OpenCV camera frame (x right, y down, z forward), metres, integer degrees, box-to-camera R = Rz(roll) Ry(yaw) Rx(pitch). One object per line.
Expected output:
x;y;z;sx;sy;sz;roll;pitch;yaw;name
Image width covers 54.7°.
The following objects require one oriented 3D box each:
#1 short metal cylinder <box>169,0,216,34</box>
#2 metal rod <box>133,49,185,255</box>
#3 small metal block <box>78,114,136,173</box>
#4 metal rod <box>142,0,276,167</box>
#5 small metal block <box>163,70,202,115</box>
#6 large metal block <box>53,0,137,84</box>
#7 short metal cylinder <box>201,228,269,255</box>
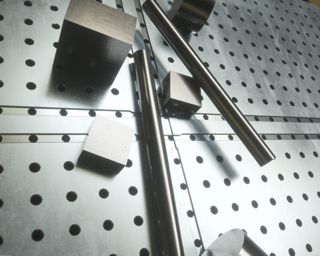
0.054;-0.210;0.530;0.050;0.080;0.080;20;54;-16;short metal cylinder
-0.005;0.023;0.390;0.025;0.025;0.299;5;60;-26;metal rod
-0.061;0.018;0.364;0.050;0.025;0.050;23;53;-15;small metal block
0.065;-0.074;0.455;0.025;0.025;0.299;-26;75;-37;metal rod
0.032;-0.051;0.457;0.050;0.025;0.050;14;56;-21;small metal block
-0.084;-0.111;0.395;0.081;0.080;0.050;17;55;-19;large metal block
0.076;0.153;0.321;0.050;0.080;0.080;44;51;2;short metal cylinder
